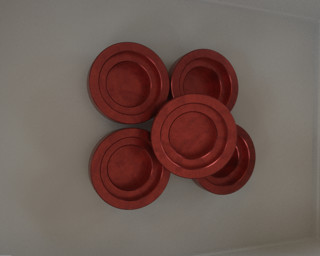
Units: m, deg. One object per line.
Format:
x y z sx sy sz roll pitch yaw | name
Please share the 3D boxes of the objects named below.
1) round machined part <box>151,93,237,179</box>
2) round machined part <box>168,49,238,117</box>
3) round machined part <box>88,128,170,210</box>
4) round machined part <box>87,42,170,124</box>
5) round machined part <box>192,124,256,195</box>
0.038 0.008 0.370 0.099 0.042 0.097 0 95 -2 | round machined part
0.053 -0.054 0.420 0.099 0.042 0.097 0 90 -21 | round machined part
-0.040 0.048 0.386 0.099 0.042 0.097 0 90 -21 | round machined part
-0.041 -0.053 0.385 0.099 0.042 0.097 0 90 -21 | round machined part
0.079 0.040 0.431 0.099 0.042 0.097 0 90 -21 | round machined part
